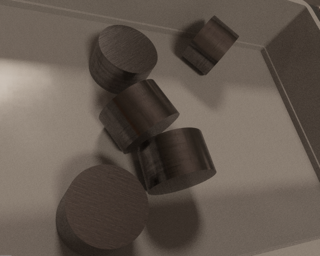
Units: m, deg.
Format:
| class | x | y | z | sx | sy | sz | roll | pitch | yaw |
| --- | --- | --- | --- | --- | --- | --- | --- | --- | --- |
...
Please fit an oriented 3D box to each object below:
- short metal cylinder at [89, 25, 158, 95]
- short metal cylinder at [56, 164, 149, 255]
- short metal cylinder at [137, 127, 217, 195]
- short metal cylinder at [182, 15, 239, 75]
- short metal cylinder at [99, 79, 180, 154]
| class | x | y | z | sx | sy | sz | roll | pitch | yaw |
| --- | --- | --- | --- | --- | --- | --- | --- | --- | --- |
| short metal cylinder | -0.050 | -0.092 | 0.420 | 0.081 | 0.050 | 0.080 | 14 | 56 | -21 |
| short metal cylinder | -0.058 | 0.083 | 0.309 | 0.081 | 0.050 | 0.080 | 14 | 56 | -21 |
| short metal cylinder | 0.018 | 0.040 | 0.357 | 0.081 | 0.080 | 0.050 | -4 | 64 | -30 |
| short metal cylinder | 0.080 | -0.131 | 0.496 | 0.050 | 0.080 | 0.080 | 40 | 51 | -2 |
| short metal cylinder | -0.024 | -0.013 | 0.367 | 0.081 | 0.080 | 0.050 | -29 | 79 | -38 |
